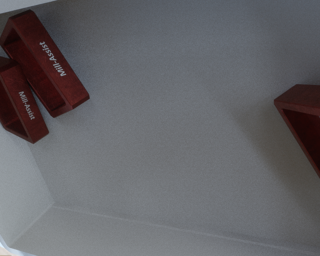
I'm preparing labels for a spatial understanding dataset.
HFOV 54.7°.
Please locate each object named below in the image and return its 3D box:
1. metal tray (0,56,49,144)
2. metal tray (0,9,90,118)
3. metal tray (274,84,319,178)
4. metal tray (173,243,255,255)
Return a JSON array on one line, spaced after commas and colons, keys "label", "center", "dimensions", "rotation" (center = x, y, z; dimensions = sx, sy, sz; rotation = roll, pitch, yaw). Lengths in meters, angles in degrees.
[{"label": "metal tray", "center": [-0.230, -0.045, 0.476], "dimensions": [0.090, 0.030, 0.129], "rotation": [18, 134, 33]}, {"label": "metal tray", "center": [-0.159, -0.080, 0.420], "dimensions": [0.090, 0.030, 0.130], "rotation": [-11, 115, 54]}, {"label": "metal tray", "center": [0.169, 0.021, 0.290], "dimensions": [0.030, 0.090, 0.130], "rotation": [-35, 101, 1]}, {"label": "metal tray", "center": [0.095, 0.230, 0.498], "dimensions": [0.130, 0.030, 0.090], "rotation": [-14, 113, 33]}]
